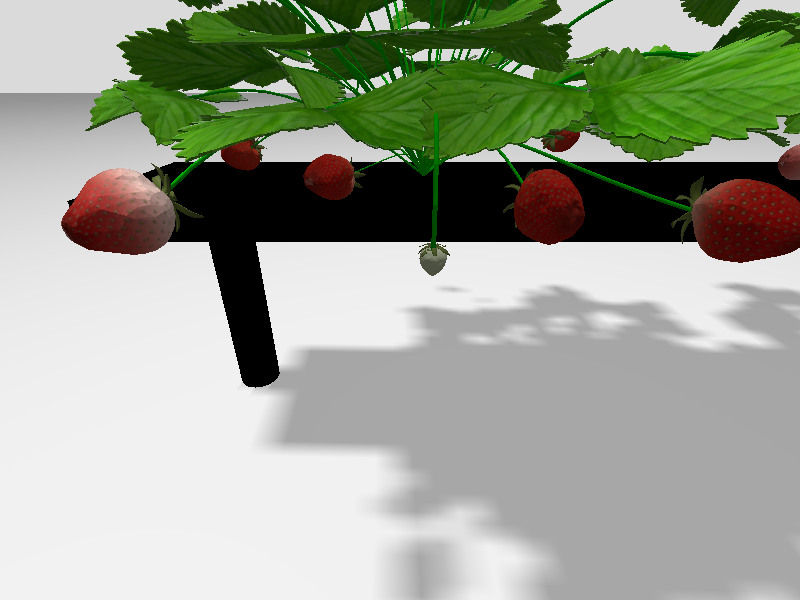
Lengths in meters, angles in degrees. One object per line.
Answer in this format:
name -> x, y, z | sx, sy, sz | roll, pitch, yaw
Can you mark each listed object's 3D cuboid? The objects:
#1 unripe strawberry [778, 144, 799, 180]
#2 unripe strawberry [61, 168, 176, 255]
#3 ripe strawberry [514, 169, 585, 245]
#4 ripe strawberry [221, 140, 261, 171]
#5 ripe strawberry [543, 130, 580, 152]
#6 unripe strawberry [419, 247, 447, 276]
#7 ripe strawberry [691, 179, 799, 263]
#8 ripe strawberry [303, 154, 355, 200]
unripe strawberry -> 0.315, -0.110, 0.318 | 0.026, 0.027, 0.024 | -5, 29, -5
unripe strawberry -> -0.124, -0.038, 0.177 | 0.041, 0.036, 0.041 | 22, 44, 34
ripe strawberry -> 0.070, -0.042, 0.188 | 0.031, 0.035, 0.033 | -8, 32, -15
ripe strawberry -> -0.143, -0.131, 0.355 | 0.034, 0.034, 0.032 | -13, 25, 16
ripe strawberry -> 0.178, -0.181, 0.440 | 0.035, 0.035, 0.039 | -20, 35, -33
unripe strawberry -> 0.014, -0.016, 0.167 | 0.011, 0.012, 0.012 | 1, 29, 2
ripe strawberry -> 0.148, -0.033, 0.170 | 0.040, 0.034, 0.040 | -18, 34, -30
ripe strawberry -> -0.047, -0.079, 0.259 | 0.033, 0.030, 0.030 | 21, 36, 33
